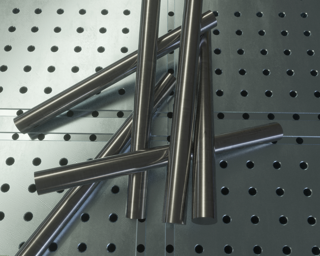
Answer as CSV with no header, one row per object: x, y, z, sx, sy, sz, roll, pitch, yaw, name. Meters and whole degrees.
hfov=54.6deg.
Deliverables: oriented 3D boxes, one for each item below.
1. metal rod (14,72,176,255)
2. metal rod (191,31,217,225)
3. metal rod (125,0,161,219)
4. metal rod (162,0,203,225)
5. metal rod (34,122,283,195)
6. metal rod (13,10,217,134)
-0.073,0.045,0.395,0.025,0.025,0.300,34,73,11,metal rod
0.054,-0.033,0.386,0.025,0.025,0.300,4,56,1,metal rod
-0.020,-0.040,0.392,0.025,0.025,0.299,4,83,1,metal rod
0.030,-0.042,0.368,0.025,0.025,0.299,6,70,2,metal rod
0.013,0.031,0.367,0.302,0.025,0.025,-11,70,-17,metal rod
-0.057,-0.078,0.422,0.301,0.025,0.025,-30,73,-4,metal rod
